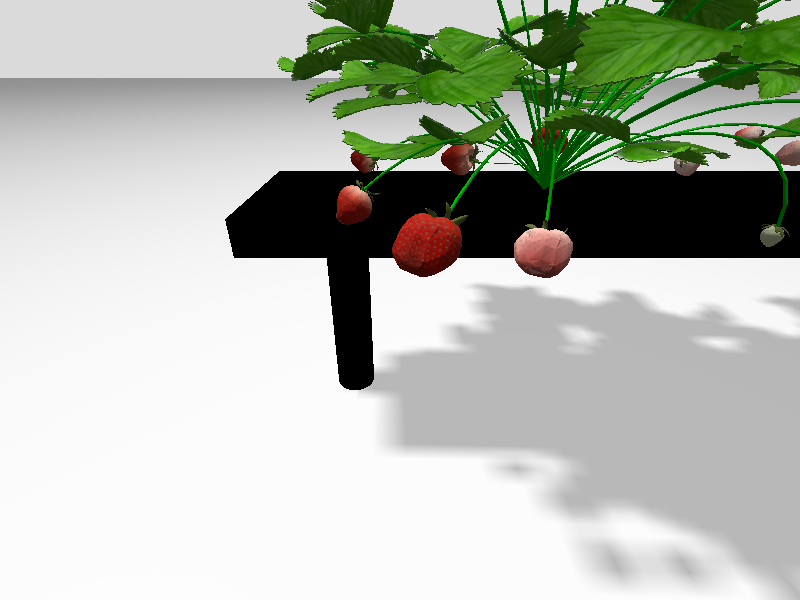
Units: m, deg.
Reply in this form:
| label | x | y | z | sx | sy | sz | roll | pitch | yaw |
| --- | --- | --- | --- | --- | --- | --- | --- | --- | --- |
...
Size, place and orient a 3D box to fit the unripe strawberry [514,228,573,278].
| label | x | y | z | sx | sy | sz | roll | pitch | yaw |
| --- | --- | --- | --- | --- | --- | --- | --- | --- | --- |
| unripe strawberry | 0.069 | -0.022 | 0.196 | 0.028 | 0.025 | 0.025 | 9 | -39 | 16 |

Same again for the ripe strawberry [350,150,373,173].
| label | x | y | z | sx | sy | sz | roll | pitch | yaw |
| --- | --- | --- | --- | --- | --- | --- | --- | --- | --- |
| ripe strawberry | -0.036 | -0.139 | 0.393 | 0.024 | 0.026 | 0.022 | 10 | 32 | 18 |

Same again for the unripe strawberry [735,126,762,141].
| label | x | y | z | sx | sy | sz | roll | pitch | yaw |
| --- | --- | --- | --- | --- | --- | --- | --- | --- | --- |
| unripe strawberry | 0.452 | -0.214 | 0.521 | 0.027 | 0.023 | 0.027 | -17 | 34 | -26 |

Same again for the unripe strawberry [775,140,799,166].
| label | x | y | z | sx | sy | sz | roll | pitch | yaw |
| --- | --- | --- | --- | --- | --- | --- | --- | --- | --- |
| unripe strawberry | 0.404 | -0.150 | 0.413 | 0.026 | 0.025 | 0.028 | -13 | 21 | 34 |

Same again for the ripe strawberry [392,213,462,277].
| label | x | y | z | sx | sy | sz | roll | pitch | yaw |
| --- | --- | --- | --- | --- | --- | --- | --- | --- | --- |
| ripe strawberry | 0.012 | -0.025 | 0.196 | 0.035 | 0.031 | 0.031 | 19 | -36 | 29 |

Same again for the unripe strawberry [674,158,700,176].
| label | x | y | z | sx | sy | sz | roll | pitch | yaw |
| --- | --- | --- | --- | --- | --- | --- | --- | --- | --- |
| unripe strawberry | 0.278 | -0.131 | 0.387 | 0.022 | 0.022 | 0.021 | 18 | 21 | -28 |

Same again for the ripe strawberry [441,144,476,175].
| label | x | y | z | sx | sy | sz | roll | pitch | yaw |
| --- | --- | --- | --- | --- | --- | --- | --- | --- | --- |
| ripe strawberry | 0.055 | -0.135 | 0.382 | 0.031 | 0.031 | 0.034 | 19 | 35 | 29 |

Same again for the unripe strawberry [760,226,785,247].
| label | x | y | z | sx | sy | sz | roll | pitch | yaw |
| --- | --- | --- | --- | --- | --- | --- | --- | --- | --- |
| unripe strawberry | 0.201 | -0.034 | 0.217 | 0.011 | 0.011 | 0.010 | -15 | 34 | -23 |

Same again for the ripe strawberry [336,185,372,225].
| label | x | y | z | sx | sy | sz | roll | pitch | yaw |
| --- | --- | --- | --- | --- | --- | --- | --- | --- | --- |
| ripe strawberry | -0.032 | -0.062 | 0.267 | 0.022 | 0.026 | 0.026 | 36 | 4 | -41 |

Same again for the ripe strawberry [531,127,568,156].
| label | x | y | z | sx | sy | sz | roll | pitch | yaw |
| --- | --- | --- | --- | --- | --- | --- | --- | --- | --- |
| ripe strawberry | 0.167 | -0.177 | 0.449 | 0.039 | 0.035 | 0.036 | 9 | 31 | 16 |
